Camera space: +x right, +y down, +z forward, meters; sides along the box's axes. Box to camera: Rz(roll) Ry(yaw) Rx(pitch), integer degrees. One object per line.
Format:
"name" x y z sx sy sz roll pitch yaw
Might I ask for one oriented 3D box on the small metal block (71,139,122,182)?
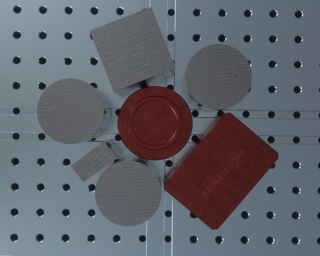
"small metal block" -0.080 0.041 0.399 0.050 0.050 0.025 -37 90 0

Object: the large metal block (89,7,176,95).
"large metal block" -0.033 -0.096 0.400 0.080 0.050 0.080 -21 90 0

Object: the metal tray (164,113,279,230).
"metal tray" 0.079 0.055 0.410 0.090 0.030 0.130 41 89 0

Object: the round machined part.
"round machined part" -0.006 -0.006 0.404 0.099 0.042 0.097 0 90 0

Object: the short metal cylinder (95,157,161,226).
"short metal cylinder" -0.038 0.079 0.400 0.081 0.050 0.080 0 90 0

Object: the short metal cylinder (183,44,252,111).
"short metal cylinder" 0.071 -0.062 0.401 0.081 0.050 0.080 0 90 0

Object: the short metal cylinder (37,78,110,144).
"short metal cylinder" -0.108 -0.020 0.399 0.081 0.050 0.080 0 90 0
